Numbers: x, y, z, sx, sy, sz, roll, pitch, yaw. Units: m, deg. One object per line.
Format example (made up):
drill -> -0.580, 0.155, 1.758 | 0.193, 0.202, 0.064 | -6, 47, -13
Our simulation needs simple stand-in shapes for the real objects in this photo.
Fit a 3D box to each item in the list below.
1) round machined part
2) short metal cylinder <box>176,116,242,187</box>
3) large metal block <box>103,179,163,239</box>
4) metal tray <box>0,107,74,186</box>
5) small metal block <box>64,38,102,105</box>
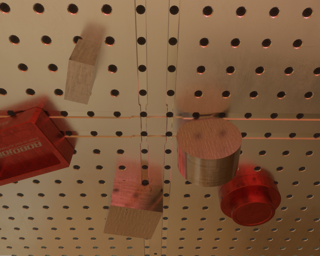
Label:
round machined part -> 0.149, 0.125, 0.508 | 0.099, 0.042, 0.097 | 0, 130, 0
short metal cylinder -> 0.062, 0.029, 0.401 | 0.080, 0.080, 0.050 | -3, 130, 2
large metal block -> -0.044, 0.135, 0.510 | 0.081, 0.050, 0.079 | 11, 129, -10
metal tray -> -0.200, 0.030, 0.431 | 0.130, 0.030, 0.090 | -16, 129, 13
small metal block -> -0.085, -0.063, 0.341 | 0.025, 0.050, 0.050 | 13, 129, -11
